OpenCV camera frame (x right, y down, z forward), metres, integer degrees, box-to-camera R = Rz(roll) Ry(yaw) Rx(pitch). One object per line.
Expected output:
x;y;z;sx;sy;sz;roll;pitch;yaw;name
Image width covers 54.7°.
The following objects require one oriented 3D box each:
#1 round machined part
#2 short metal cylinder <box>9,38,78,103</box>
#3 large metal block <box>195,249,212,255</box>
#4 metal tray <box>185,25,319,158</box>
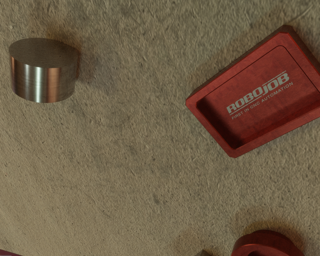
0.151;0.181;0.428;0.098;0.042;0.097;13;124;20;round machined part
-0.150;-0.076;0.401;0.080;0.080;0.050;26;127;12;short metal cylinder
0.057;0.259;0.500;0.050;0.080;0.079;36;129;4;large metal block
0.103;-0.032;0.328;0.090;0.030;0.130;49;128;-7;metal tray
